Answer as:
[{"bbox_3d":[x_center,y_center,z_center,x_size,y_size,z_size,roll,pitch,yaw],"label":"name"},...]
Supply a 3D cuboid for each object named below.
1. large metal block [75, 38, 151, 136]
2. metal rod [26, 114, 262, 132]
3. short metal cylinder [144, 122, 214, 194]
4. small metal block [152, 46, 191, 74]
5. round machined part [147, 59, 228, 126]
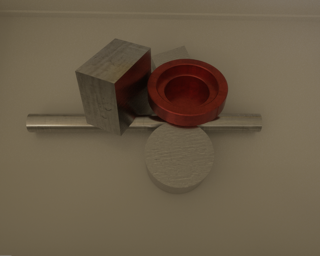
[{"bbox_3d":[-0.052,-0.051,0.381,0.050,0.079,0.080,20,48,18],"label":"large metal block"},{"bbox_3d":[-0.019,-0.007,0.409,0.302,0.025,0.025,0,70,-1],"label":"metal rod"},{"bbox_3d":[0.022,0.037,0.380,0.081,0.050,0.080,0,70,0],"label":"short metal cylinder"},{"bbox_3d":[0.020,-0.083,0.439,0.050,0.025,0.050,-20,71,-8],"label":"small metal block"},{"bbox_3d":[0.034,-0.040,0.394,0.099,0.042,0.098,0,52,0],"label":"round machined part"}]
